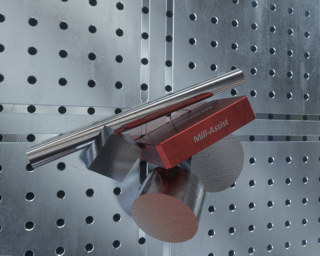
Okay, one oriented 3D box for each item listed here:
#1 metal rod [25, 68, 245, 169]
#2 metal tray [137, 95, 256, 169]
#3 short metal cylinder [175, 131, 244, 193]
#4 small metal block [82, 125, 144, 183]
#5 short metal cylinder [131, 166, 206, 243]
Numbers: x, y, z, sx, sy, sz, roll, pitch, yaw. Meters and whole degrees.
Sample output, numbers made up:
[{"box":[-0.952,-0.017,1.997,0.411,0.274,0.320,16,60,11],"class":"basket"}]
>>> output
[{"box":[-0.017,-0.020,0.402,0.302,0.025,0.025,-23,98,-19],"class":"metal rod"},{"box":[0.042,0.002,0.390,0.131,0.090,0.030,-28,100,-18],"class":"metal tray"},{"box":[0.064,0.040,0.414,0.081,0.050,0.079,-4,100,-24],"class":"short metal cylinder"},{"box":[-0.056,0.032,0.375,0.050,0.025,0.050,31,96,-37],"class":"small metal block"},{"box":[0.012,0.092,0.377,0.080,0.080,0.050,49,34,-14],"class":"short metal cylinder"}]
